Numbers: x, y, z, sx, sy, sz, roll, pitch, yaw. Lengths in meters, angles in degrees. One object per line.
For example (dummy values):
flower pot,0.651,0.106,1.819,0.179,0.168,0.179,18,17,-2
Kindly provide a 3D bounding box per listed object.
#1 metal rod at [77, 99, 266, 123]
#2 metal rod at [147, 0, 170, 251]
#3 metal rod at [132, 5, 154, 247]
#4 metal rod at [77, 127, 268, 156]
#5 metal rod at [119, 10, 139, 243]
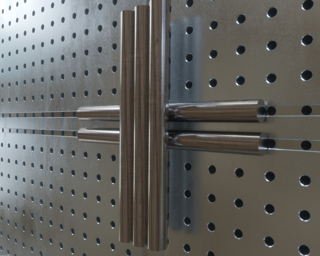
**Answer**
metal rod,-0.011,-0.021,0.417,0.300,0.025,0.025,1,91,39
metal rod,-0.002,-0.004,0.377,0.025,0.025,0.298,1,91,39
metal rod,-0.021,-0.002,0.393,0.025,0.025,0.298,1,91,39
metal rod,-0.009,0.014,0.415,0.300,0.025,0.025,1,91,39
metal rod,-0.041,-0.002,0.409,0.025,0.025,0.298,1,91,39
